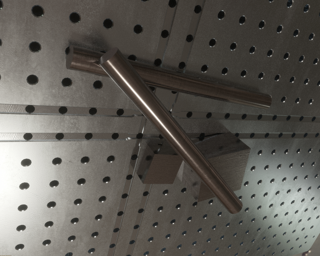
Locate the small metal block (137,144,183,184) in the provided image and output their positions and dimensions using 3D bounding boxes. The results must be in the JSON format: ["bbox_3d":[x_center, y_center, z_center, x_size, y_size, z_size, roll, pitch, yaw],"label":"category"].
[{"bbox_3d":[0.001,0.053,0.446,0.050,0.025,0.050,7,115,-32],"label":"small metal block"}]

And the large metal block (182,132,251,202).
[{"bbox_3d":[0.085,0.059,0.480,0.081,0.050,0.079,-10,123,-23],"label":"large metal block"}]

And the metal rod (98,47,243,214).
[{"bbox_3d":[0.031,0.023,0.389,0.025,0.025,0.300,-41,123,0],"label":"metal rod"}]

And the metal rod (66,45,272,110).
[{"bbox_3d":[0.035,-0.056,0.396,0.302,0.025,0.025,7,115,-32],"label":"metal rod"}]
